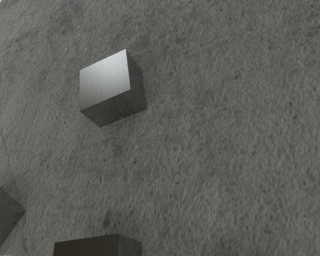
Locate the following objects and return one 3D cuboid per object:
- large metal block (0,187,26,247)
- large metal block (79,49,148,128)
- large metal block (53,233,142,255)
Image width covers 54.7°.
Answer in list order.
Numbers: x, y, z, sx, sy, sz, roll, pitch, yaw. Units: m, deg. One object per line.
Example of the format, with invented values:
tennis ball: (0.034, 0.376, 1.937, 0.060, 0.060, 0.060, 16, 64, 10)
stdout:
large metal block: (-0.254, 0.127, 0.440, 0.080, 0.050, 0.080, 23, 74, 36)
large metal block: (-0.070, -0.058, 0.458, 0.080, 0.050, 0.080, -21, 54, 15)
large metal block: (-0.067, 0.161, 0.323, 0.080, 0.050, 0.080, -15, 56, 19)
